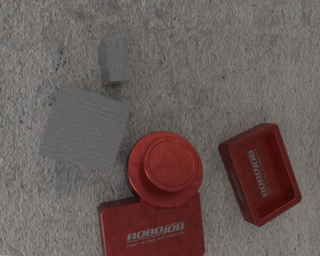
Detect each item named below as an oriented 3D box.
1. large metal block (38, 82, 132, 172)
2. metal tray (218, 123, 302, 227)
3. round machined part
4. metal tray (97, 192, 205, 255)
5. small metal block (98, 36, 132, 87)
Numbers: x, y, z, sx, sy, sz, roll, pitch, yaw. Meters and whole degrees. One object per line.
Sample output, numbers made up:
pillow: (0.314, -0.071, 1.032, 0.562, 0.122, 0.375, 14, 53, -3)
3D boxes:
large metal block: (-0.088, 0.000, 0.363, 0.081, 0.050, 0.080, 18, 84, -19)
metal tray: (0.150, 0.068, 0.461, 0.091, 0.030, 0.129, -24, 98, -19)
round machined part: (0.008, 0.049, 0.385, 0.099, 0.042, 0.098, 7, 66, -15)
metal tray: (-0.009, 0.133, 0.403, 0.131, 0.030, 0.089, -7, 93, -20)
small metal block: (-0.056, -0.079, 0.375, 0.025, 0.050, 0.050, -8, 93, -20)
